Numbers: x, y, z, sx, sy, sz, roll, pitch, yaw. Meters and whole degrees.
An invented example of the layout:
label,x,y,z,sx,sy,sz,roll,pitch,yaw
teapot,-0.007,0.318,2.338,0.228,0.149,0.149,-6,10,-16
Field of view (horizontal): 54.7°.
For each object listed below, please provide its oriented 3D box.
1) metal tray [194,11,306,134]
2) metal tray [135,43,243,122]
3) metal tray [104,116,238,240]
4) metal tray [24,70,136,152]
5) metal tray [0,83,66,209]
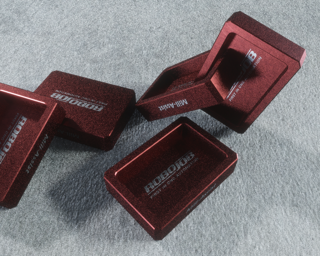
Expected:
label,x,y,z,sx,sy,sz,roll,pitch,yaw
metal tray,0.096,-0.060,0.373,0.090,0.129,0.030,34,51,6
metal tray,0.037,-0.057,0.397,0.130,0.030,0.090,-12,34,47
metal tray,0.014,0.051,0.357,0.131,0.030,0.090,-36,59,-27
metal tray,-0.109,-0.027,0.421,0.131,0.030,0.090,16,52,12
metal tray,-0.181,0.017,0.360,0.090,0.030,0.130,16,68,13
